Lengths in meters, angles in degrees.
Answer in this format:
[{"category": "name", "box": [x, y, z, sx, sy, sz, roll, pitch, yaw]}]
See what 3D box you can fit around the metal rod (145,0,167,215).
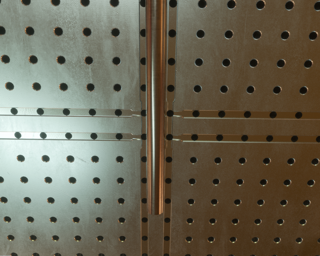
[{"category": "metal rod", "box": [-0.006, -0.019, 0.407, 0.025, 0.025, 0.298, 0, 110, 0]}]
